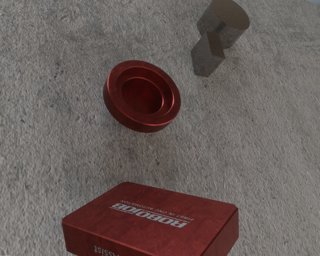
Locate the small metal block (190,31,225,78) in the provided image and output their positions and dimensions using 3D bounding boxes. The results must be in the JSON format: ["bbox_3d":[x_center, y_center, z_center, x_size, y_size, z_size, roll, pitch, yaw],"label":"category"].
[{"bbox_3d":[0.076,-0.118,0.501,0.025,0.050,0.050,8,58,-24],"label":"small metal block"}]

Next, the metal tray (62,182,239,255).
[{"bbox_3d":[-0.008,0.088,0.272,0.091,0.130,0.030,-25,114,-53],"label":"metal tray"}]

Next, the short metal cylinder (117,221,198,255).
[{"bbox_3d":[-0.005,0.129,0.287,0.050,0.080,0.080,14,56,-21],"label":"short metal cylinder"}]

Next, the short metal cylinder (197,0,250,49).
[{"bbox_3d":[0.116,-0.192,0.567,0.081,0.050,0.080,14,56,-21],"label":"short metal cylinder"}]

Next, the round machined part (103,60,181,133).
[{"bbox_3d":[-0.026,-0.036,0.401,0.099,0.042,0.098,14,56,-21],"label":"round machined part"}]
